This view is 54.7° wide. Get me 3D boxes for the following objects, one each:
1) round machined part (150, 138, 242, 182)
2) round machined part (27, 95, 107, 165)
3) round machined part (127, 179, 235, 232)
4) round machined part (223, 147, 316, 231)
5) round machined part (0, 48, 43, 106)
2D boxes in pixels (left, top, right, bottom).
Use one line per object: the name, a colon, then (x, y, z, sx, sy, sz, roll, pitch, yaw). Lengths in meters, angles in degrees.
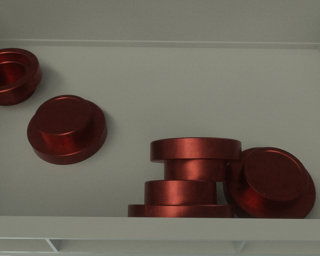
round machined part: (0.039, 0.037, 0.336, 0.099, 0.098, 0.042, 0, 81, 0)
round machined part: (-0.120, -0.005, 0.397, 0.099, 0.042, 0.098, 0, 50, 0)
round machined part: (0.019, 0.072, 0.292, 0.099, 0.098, 0.042, 0, 76, 0)
round machined part: (0.123, 0.060, 0.345, 0.099, 0.042, 0.098, 0, 50, 0)
round machined part: (-0.221, -0.070, 0.450, 0.099, 0.042, 0.098, 0, 50, 0)
